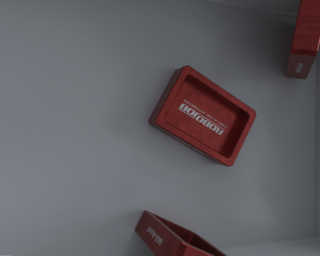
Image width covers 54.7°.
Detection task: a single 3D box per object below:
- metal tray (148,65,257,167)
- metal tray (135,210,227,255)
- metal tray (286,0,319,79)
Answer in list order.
[{"bbox_3d":[0.061,-0.014,0.430,0.131,0.030,0.090,30,80,-18],"label":"metal tray"},{"bbox_3d":[0.031,0.143,0.366,0.090,0.130,0.030,30,81,-18],"label":"metal tray"},{"bbox_3d":[0.203,-0.127,0.432,0.030,0.130,0.090,12,89,20],"label":"metal tray"}]
